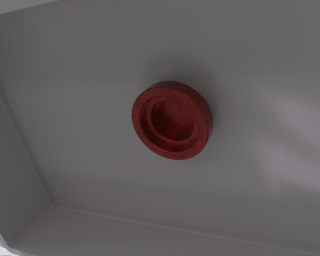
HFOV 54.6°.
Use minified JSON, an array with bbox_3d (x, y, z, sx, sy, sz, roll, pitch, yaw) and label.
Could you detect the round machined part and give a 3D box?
[{"bbox_3d":[0.018,-0.013,0.381,0.098,0.042,0.097,13,124,21],"label":"round machined part"}]
